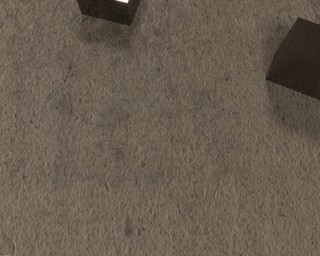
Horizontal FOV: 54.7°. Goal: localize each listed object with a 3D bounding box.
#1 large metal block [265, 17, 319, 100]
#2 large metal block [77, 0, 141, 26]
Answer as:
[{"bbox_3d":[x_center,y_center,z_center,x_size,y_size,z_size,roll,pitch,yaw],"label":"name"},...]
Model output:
[{"bbox_3d":[0.200,-0.090,0.414,0.080,0.080,0.050,23,72,8],"label":"large metal block"},{"bbox_3d":[-0.073,-0.212,0.472,0.080,0.050,0.080,15,71,5],"label":"large metal block"}]
